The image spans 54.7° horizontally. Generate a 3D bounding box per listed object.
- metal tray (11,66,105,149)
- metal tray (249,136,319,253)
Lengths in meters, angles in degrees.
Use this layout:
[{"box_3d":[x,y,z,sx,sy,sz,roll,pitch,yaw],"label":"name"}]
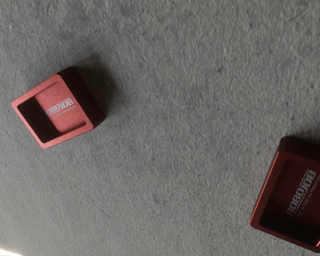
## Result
[{"box_3d":[-0.155,-0.026,0.466,0.130,0.030,0.090,-20,108,35],"label":"metal tray"},{"box_3d":[0.168,0.081,0.364,0.090,0.030,0.129,19,126,17],"label":"metal tray"}]
